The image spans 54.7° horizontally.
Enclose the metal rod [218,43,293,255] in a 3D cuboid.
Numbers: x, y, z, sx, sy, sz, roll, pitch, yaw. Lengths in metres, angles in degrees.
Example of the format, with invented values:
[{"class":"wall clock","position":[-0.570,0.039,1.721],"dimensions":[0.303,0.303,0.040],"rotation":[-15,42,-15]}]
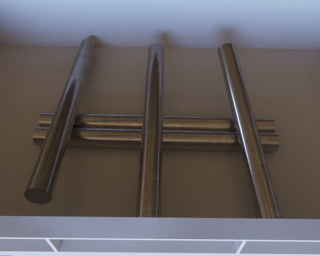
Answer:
[{"class":"metal rod","position":[0.105,0.015,0.363],"dimensions":[0.025,0.025,0.299],"rotation":[-3,58,-3]}]

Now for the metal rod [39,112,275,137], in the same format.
[{"class":"metal rod","position":[-0.004,-0.005,0.408],"dimensions":[0.302,0.025,0.025],"rotation":[1,50,0]}]

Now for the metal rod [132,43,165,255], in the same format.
[{"class":"metal rod","position":[-0.009,-0.003,0.374],"dimensions":[0.025,0.025,0.300],"rotation":[1,50,1]}]

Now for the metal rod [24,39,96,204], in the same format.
[{"class":"metal rod","position":[-0.116,-0.036,0.401],"dimensions":[0.025,0.025,0.300],"rotation":[0,42,-1]}]

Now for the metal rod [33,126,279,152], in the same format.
[{"class":"metal rod","position":[-0.005,0.014,0.392],"dimensions":[0.302,0.025,0.025],"rotation":[1,50,0]}]
